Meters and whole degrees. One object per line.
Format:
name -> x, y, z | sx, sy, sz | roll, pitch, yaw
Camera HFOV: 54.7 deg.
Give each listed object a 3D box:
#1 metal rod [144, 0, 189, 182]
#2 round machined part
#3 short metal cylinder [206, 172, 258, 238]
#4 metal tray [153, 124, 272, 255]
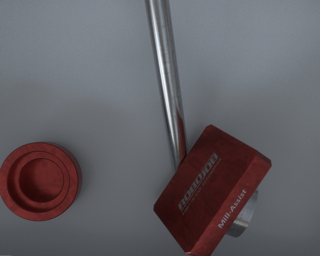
metal rod -> 0.008, -0.067, 0.348 | 0.025, 0.025, 0.298 | -10, 116, 0
round machined part -> -0.150, 0.066, 0.401 | 0.099, 0.042, 0.097 | 0, 90, -1
short metal cylinder -> 0.080, 0.088, 0.385 | 0.050, 0.080, 0.080 | 21, 90, -1
metal tray -> 0.055, 0.069, 0.358 | 0.030, 0.090, 0.130 | 32, 93, -33
